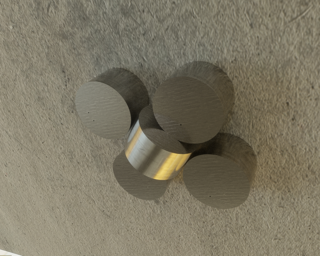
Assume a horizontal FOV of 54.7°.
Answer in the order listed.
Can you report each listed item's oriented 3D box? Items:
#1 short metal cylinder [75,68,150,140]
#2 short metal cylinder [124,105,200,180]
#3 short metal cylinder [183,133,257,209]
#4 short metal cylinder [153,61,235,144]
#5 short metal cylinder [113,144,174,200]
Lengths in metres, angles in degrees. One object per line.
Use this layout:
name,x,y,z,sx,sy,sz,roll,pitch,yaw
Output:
short metal cylinder,-0.061,-0.032,0.402,0.080,0.050,0.079,13,124,20
short metal cylinder,0.003,0.016,0.380,0.080,0.080,0.050,34,129,5
short metal cylinder,0.075,0.052,0.383,0.080,0.050,0.079,13,124,20
short metal cylinder,0.039,-0.029,0.350,0.080,0.050,0.079,13,124,20
short metal cylinder,-0.018,0.053,0.432,0.080,0.050,0.079,13,124,20
